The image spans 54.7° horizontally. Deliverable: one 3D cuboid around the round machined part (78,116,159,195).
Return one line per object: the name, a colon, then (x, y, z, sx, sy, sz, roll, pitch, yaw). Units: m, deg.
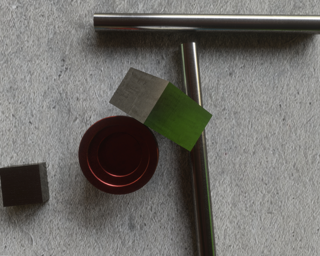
round machined part: (-0.050, 0.032, 0.399, 0.099, 0.042, 0.097, 0, 93, 2)

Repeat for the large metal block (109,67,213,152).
large metal block: (0.000, -0.023, 0.366, 0.080, 0.080, 0.050, 31, 90, -40)

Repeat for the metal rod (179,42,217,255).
metal rod: (0.050, 0.039, 0.410, 0.025, 0.025, 0.298, -5, 90, -1)

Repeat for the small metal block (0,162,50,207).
small metal block: (-0.177, 0.073, 0.408, 0.050, 0.025, 0.050, -6, 90, -1)

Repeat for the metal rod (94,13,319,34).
metal rod: (0.066, -0.138, 0.410, 0.302, 0.025, 0.025, 0, 90, -1)
